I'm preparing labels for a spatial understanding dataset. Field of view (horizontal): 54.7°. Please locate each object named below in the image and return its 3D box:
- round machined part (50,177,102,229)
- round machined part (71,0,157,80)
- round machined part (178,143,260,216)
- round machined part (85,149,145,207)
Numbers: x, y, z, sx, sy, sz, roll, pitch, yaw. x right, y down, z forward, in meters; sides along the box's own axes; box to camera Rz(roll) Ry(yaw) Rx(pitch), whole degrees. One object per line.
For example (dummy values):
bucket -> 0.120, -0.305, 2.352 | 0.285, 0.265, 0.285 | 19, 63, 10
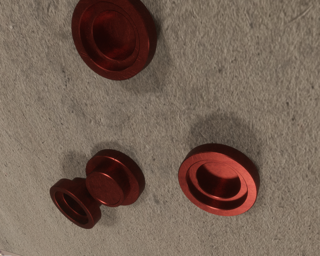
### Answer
round machined part -> -0.139, 0.124, 0.537 | 0.098, 0.042, 0.097 | 21, 134, 24
round machined part -> -0.048, -0.107, 0.353 | 0.098, 0.042, 0.097 | 13, 124, 20
round machined part -> 0.076, 0.060, 0.392 | 0.098, 0.042, 0.097 | 13, 124, 20
round machined part -> -0.077, 0.085, 0.487 | 0.098, 0.042, 0.097 | 13, 124, 20
